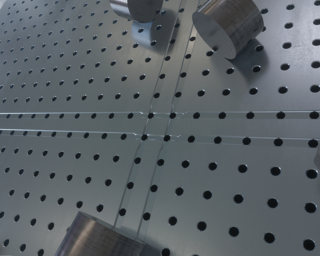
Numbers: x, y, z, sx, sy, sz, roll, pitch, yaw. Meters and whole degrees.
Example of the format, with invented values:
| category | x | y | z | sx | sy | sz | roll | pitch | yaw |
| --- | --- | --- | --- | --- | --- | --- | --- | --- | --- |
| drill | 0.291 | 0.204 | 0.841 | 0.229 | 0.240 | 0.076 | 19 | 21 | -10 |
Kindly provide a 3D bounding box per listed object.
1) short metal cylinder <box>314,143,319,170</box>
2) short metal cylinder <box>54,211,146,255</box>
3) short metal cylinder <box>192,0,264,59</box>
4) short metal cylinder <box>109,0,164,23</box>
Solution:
| category | x | y | z | sx | sy | sz | roll | pitch | yaw |
| --- | --- | --- | --- | --- | --- | --- | --- | --- | --- |
| short metal cylinder | 0.183 | 0.019 | 0.265 | 0.080 | 0.080 | 0.050 | 17 | 71 | 34 |
| short metal cylinder | -0.062 | 0.129 | 0.327 | 0.080 | 0.080 | 0.050 | 15 | 70 | 34 |
| short metal cylinder | 0.089 | -0.139 | 0.411 | 0.050 | 0.080 | 0.080 | -44 | 51 | -2 |
| short metal cylinder | -0.040 | -0.226 | 0.533 | 0.050 | 0.080 | 0.080 | 31 | 79 | 38 |
